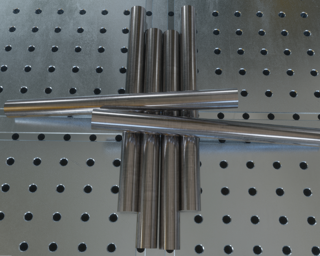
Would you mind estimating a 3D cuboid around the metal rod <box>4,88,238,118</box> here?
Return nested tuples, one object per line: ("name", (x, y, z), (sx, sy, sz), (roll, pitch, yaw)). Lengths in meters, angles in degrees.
("metal rod", (-0.055, -0.031, 0.398), (0.301, 0.025, 0.025), (-2, 70, 9))

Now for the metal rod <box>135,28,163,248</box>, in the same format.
("metal rod", (-0.012, -0.001, 0.411), (0.025, 0.025, 0.299), (1, 70, 0))

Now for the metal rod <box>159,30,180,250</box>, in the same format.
("metal rod", (0.014, 0.001, 0.412), (0.025, 0.025, 0.299), (1, 70, 0))

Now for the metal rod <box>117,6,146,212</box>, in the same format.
("metal rod", (-0.036, -0.039, 0.425), (0.025, 0.025, 0.299), (1, 70, 0))

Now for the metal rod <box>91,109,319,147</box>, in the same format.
("metal rod", (0.069, 0.002, 0.390), (0.302, 0.025, 0.025), (5, 70, -8))

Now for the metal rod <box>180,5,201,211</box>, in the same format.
("metal rod", (0.040, -0.040, 0.426), (0.025, 0.025, 0.299), (1, 70, 0))
